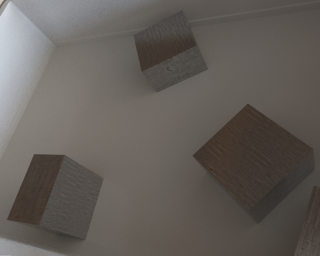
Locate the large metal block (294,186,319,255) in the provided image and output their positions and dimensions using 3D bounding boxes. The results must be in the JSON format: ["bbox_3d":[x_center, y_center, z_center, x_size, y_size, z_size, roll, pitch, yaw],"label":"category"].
[{"bbox_3d":[0.154,0.098,0.238,0.080,0.050,0.080,14,81,35],"label":"large metal block"}]

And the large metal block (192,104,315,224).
[{"bbox_3d":[0.095,0.035,0.318,0.080,0.050,0.080,-43,51,-2],"label":"large metal block"}]

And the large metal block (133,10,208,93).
[{"bbox_3d":[0.014,-0.111,0.449,0.080,0.050,0.080,-23,53,13],"label":"large metal block"}]

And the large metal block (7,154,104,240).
[{"bbox_3d":[-0.123,0.085,0.381,0.050,0.080,0.080,-1,61,27],"label":"large metal block"}]
